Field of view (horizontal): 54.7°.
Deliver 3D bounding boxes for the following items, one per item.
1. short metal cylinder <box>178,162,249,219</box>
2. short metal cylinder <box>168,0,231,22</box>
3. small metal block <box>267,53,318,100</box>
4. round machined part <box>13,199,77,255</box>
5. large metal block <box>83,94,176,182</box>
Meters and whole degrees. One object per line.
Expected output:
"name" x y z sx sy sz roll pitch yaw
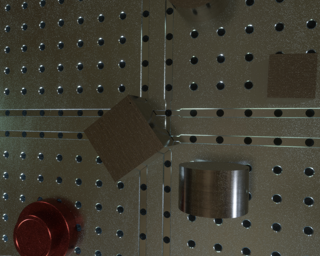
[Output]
"short metal cylinder" 0.062 0.069 0.361 0.080 0.080 0.050 1 91 19
"short metal cylinder" 0.047 -0.179 0.382 0.080 0.050 0.079 0 90 19
"small metal block" 0.152 -0.059 0.359 0.050 0.025 0.050 3 91 19
"round machined part" -0.178 0.159 0.465 0.098 0.042 0.097 0 90 19
"large metal block" -0.039 0.013 0.412 0.080 0.050 0.080 -37 79 16
